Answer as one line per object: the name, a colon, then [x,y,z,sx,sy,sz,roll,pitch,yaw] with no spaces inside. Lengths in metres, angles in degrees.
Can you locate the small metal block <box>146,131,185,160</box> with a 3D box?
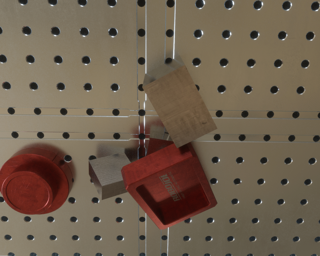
small metal block: [0.007,0.035,0.427,0.050,0.025,0.050,10,110,-4]

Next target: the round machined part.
round machined part: [-0.177,0.081,0.432,0.099,0.042,0.097,0,110,-1]

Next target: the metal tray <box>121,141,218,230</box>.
metal tray: [0.017,0.079,0.405,0.090,0.030,0.130,-25,136,2]

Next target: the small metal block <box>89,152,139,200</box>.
small metal block: [-0.062,0.062,0.410,0.050,0.050,0.025,-12,130,-27]

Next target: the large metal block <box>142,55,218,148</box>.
large metal block: [0.022,-0.035,0.371,0.050,0.080,0.080,-27,108,9]
